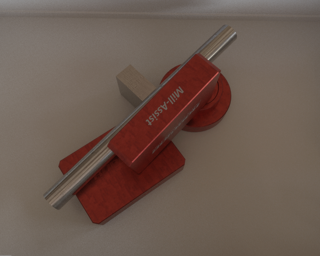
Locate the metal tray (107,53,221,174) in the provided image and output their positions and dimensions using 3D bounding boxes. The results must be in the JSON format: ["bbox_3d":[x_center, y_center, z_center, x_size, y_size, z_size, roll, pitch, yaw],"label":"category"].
[{"bbox_3d":[0.007,-0.011,0.337,0.030,0.090,0.130,42,82,11],"label":"metal tray"}]

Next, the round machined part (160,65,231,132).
[{"bbox_3d":[0.047,-0.047,0.416,0.099,0.042,0.098,0,70,-1],"label":"round machined part"}]

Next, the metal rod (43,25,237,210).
[{"bbox_3d":[-0.016,-0.020,0.374,0.025,0.025,0.301,43,79,13],"label":"metal rod"}]

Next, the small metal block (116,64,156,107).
[{"bbox_3d":[-0.029,-0.049,0.412,0.025,0.050,0.050,-43,76,-14],"label":"small metal block"}]

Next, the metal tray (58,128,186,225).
[{"bbox_3d":[-0.046,0.047,0.388,0.131,0.030,0.090,-33,74,-12],"label":"metal tray"}]
